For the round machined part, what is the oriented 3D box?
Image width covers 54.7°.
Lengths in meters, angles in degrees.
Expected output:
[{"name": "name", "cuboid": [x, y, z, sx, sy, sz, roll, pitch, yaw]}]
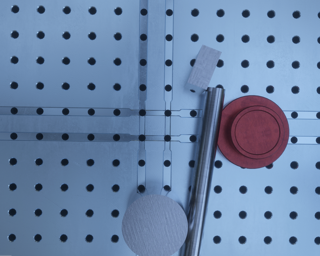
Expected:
[{"name": "round machined part", "cuboid": [0.122, 0.005, 0.407, 0.099, 0.042, 0.097, 0, 90, -1]}]

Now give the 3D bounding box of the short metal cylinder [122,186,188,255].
[{"name": "short metal cylinder", "cuboid": [-0.006, 0.120, 0.401, 0.081, 0.050, 0.079, 0, 90, -1]}]

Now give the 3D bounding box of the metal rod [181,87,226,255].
[{"name": "metal rod", "cuboid": [0.051, 0.097, 0.403, 0.025, 0.025, 0.298, 8, 94, -1]}]

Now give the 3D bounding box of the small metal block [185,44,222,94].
[{"name": "small metal block", "cuboid": [0.054, -0.074, 0.402, 0.025, 0.050, 0.050, 22, 90, 0]}]
